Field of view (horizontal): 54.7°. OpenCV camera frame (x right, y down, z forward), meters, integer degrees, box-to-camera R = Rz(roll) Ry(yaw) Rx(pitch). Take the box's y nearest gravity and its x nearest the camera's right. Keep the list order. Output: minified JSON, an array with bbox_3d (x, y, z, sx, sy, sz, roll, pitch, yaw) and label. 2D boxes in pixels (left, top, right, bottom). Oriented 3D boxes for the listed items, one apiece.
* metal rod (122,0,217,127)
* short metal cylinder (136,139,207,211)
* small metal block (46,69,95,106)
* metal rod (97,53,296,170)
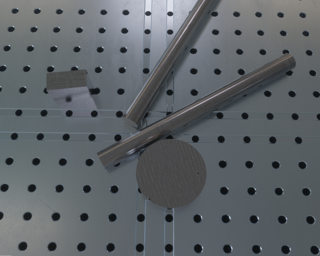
[{"bbox_3d":[0.033,-0.131,0.459,0.025,0.025,0.300,28,72,9],"label":"metal rod"},{"bbox_3d":[0.013,0.059,0.377,0.081,0.050,0.080,0,70,0],"label":"short metal cylinder"},{"bbox_3d":[-0.119,-0.053,0.417,0.050,0.050,0.025,-6,70,-2],"label":"small metal block"},{"bbox_3d":[0.056,-0.027,0.422,0.302,0.025,0.025,-28,73,-10],"label":"metal rod"}]
